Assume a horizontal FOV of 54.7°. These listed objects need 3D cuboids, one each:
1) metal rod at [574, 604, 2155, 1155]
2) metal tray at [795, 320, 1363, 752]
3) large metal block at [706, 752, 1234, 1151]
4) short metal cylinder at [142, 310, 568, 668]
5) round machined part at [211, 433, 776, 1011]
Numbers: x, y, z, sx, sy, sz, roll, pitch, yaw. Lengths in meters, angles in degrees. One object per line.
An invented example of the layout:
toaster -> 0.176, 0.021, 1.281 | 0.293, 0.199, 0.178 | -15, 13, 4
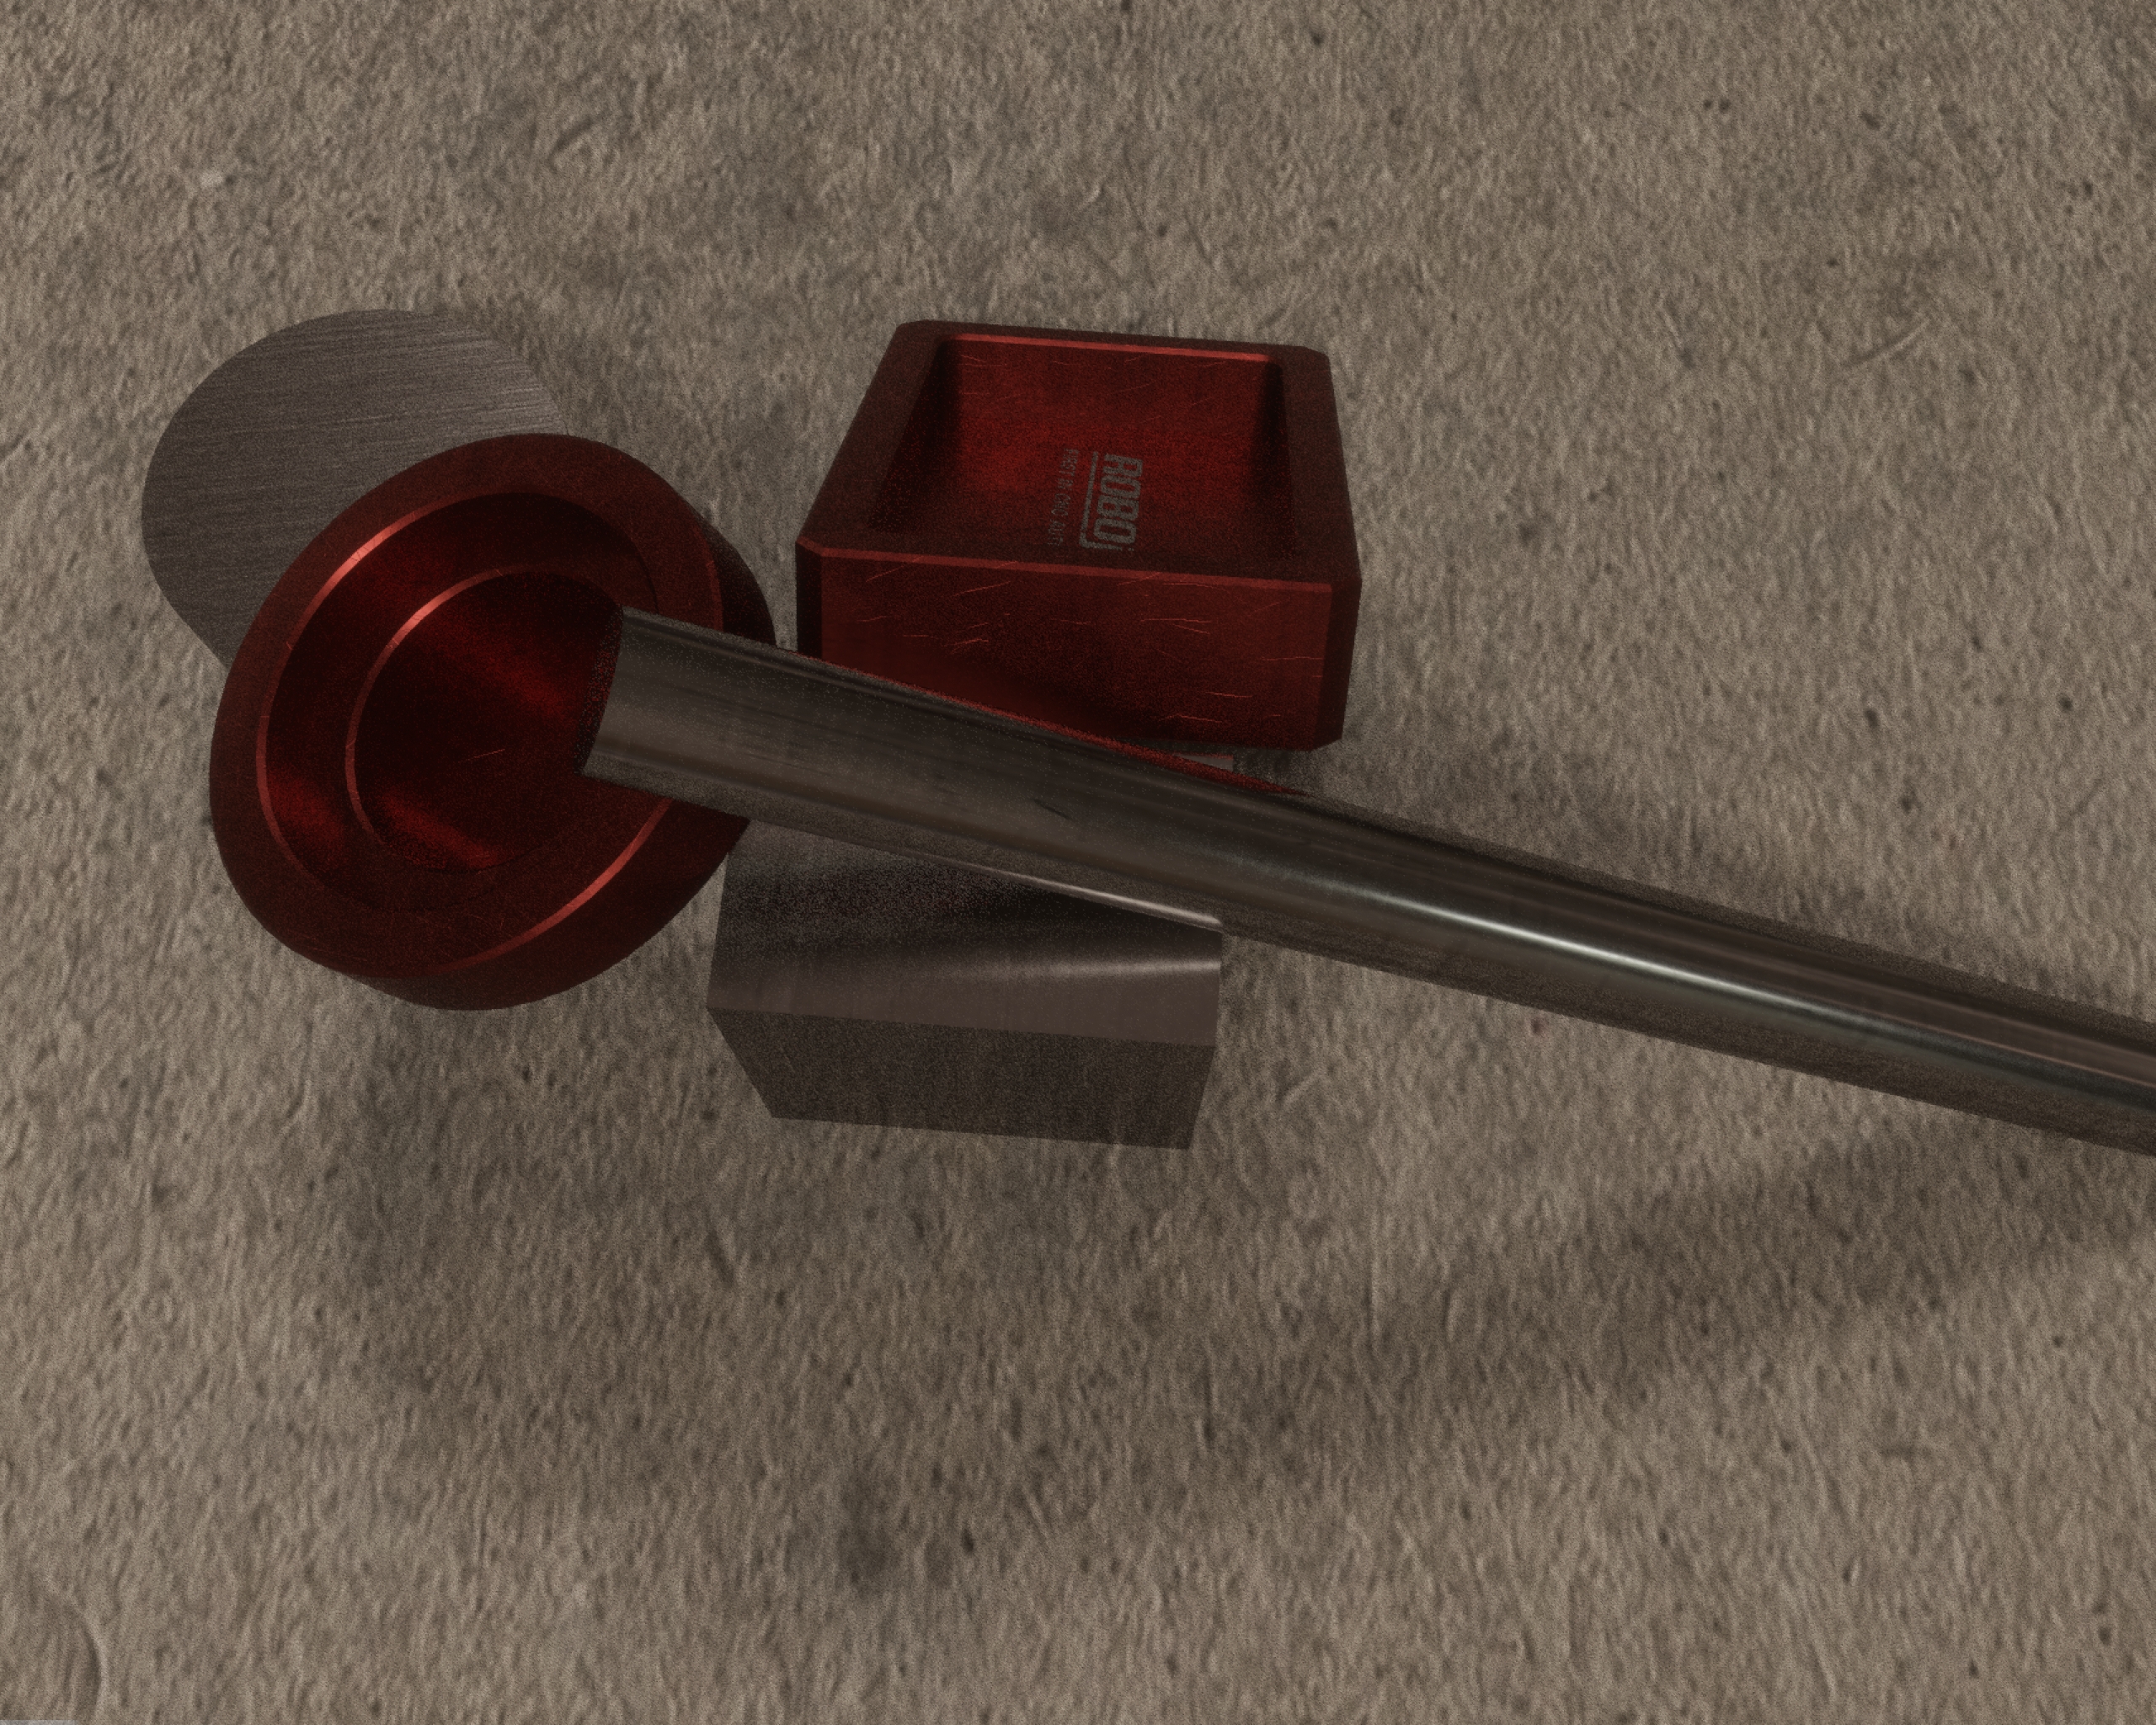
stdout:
metal rod -> 0.070, 0.010, 0.344 | 0.302, 0.025, 0.025 | 14, 69, -21
metal tray -> 0.003, -0.066, 0.391 | 0.091, 0.030, 0.130 | 4, 31, 1
large metal block -> -0.017, 0.016, 0.374 | 0.081, 0.080, 0.050 | 4, 70, 1
short metal cylinder -> -0.136, -0.062, 0.417 | 0.081, 0.050, 0.080 | 0, 70, 0
round machined part -> -0.095, -0.021, 0.360 | 0.098, 0.042, 0.098 | -7, 68, 18
